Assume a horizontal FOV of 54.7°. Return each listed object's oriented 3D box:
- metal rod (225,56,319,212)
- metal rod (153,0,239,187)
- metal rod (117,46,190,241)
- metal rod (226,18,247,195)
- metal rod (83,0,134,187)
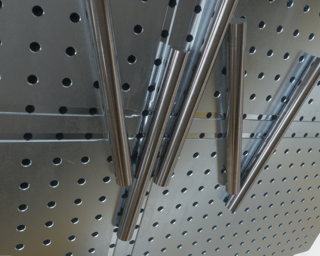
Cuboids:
[{"bbox_3d":[0.193,0.020,0.532,0.025,0.025,0.298,13,112,-34],"label":"metal rod"},{"bbox_3d":[0.045,-0.050,0.406,0.025,0.025,0.298,4,116,-31],"label":"metal rod"},{"bbox_3d":[-0.016,0.038,0.427,0.025,0.025,0.298,2,117,-30],"label":"metal rod"},{"bbox_3d":[0.112,-0.011,0.467,0.025,0.025,0.298,-20,127,-17],"label":"metal rod"},{"bbox_3d":[-0.057,-0.051,0.349,0.025,0.025,0.298,-17,126,-19],"label":"metal rod"}]
